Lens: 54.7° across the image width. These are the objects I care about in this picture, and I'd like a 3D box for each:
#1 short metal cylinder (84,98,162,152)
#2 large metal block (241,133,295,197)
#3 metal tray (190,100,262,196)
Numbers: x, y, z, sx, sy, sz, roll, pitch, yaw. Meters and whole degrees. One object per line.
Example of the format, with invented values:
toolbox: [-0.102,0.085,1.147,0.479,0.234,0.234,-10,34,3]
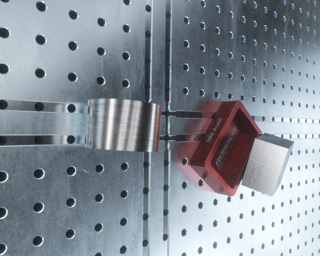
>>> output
short metal cylinder: [-0.040,-0.001,0.340,0.081,0.080,0.050,6,86,-40]
large metal block: [0.180,0.057,0.513,0.080,0.050,0.079,-11,117,-60]
metal tray: [0.110,0.031,0.498,0.090,0.030,0.130,47,62,-30]
